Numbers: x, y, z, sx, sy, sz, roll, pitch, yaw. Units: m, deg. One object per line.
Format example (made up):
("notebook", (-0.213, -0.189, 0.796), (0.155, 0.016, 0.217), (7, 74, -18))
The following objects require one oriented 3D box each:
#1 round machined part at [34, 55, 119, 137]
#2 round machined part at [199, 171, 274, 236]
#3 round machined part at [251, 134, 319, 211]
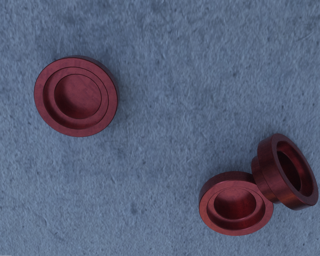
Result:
("round machined part", (-0.099, -0.041, 0.384), (0.099, 0.042, 0.097), (0, 110, -1))
("round machined part", (0.104, 0.100, 0.434), (0.099, 0.042, 0.097), (3, 117, 5))
("round machined part", (0.156, 0.059, 0.400), (0.098, 0.098, 0.042), (42, 129, -14))
